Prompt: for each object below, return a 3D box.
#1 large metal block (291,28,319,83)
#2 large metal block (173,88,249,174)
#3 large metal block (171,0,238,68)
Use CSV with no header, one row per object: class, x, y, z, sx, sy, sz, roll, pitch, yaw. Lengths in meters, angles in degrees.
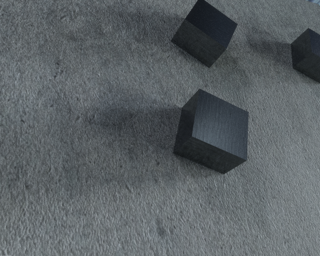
large metal block,0.330,-0.152,0.658,0.080,0.050,0.080,24,53,-14
large metal block,0.071,0.005,0.422,0.080,0.050,0.080,24,53,-14
large metal block,0.076,-0.163,0.528,0.080,0.050,0.080,33,51,-7
